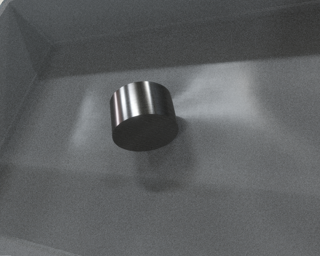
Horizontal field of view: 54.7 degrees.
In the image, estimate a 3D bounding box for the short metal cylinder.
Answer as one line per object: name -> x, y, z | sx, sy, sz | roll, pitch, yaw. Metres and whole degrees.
short metal cylinder -> -0.021, -0.013, 0.388 | 0.080, 0.080, 0.050 | -21, 54, 15
